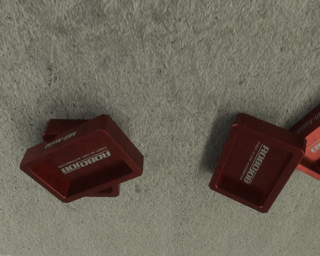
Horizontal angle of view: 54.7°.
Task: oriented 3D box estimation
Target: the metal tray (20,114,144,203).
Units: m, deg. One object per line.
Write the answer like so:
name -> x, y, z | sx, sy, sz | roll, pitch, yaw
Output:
metal tray -> -0.098, 0.044, 0.400 | 0.130, 0.030, 0.090 | -23, 127, 18

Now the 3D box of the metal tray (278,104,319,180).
metal tray -> 0.233, 0.010, 0.413 | 0.090, 0.030, 0.129 | 26, 125, -21

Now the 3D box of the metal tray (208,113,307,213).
metal tray -> 0.128, 0.051, 0.424 | 0.090, 0.030, 0.129 | 23, 131, 14

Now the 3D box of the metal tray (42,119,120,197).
metal tray -> -0.106, 0.047, 0.442 | 0.091, 0.030, 0.129 | 1, 130, -1
